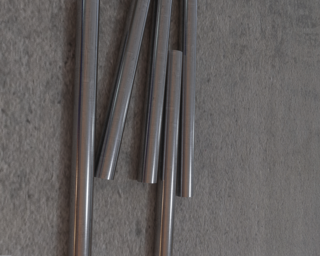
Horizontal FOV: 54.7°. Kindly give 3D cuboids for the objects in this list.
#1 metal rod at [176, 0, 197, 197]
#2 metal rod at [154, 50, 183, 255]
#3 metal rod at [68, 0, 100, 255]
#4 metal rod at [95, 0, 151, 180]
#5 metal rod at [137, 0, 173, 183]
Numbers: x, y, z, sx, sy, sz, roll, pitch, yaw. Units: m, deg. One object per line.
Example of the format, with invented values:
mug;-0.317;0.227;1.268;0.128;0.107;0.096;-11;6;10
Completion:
metal rod;0.038;-0.054;0.438;0.025;0.025;0.298;2;89;-40
metal rod;0.011;0.046;0.415;0.025;0.025;0.298;5;87;-40
metal rod;-0.083;0.005;0.336;0.025;0.025;0.298;3;88;-40
metal rod;-0.037;-0.088;0.374;0.025;0.025;0.299;18;79;-39
metal rod;-0.004;-0.080;0.403;0.025;0.025;0.298;8;85;-40
